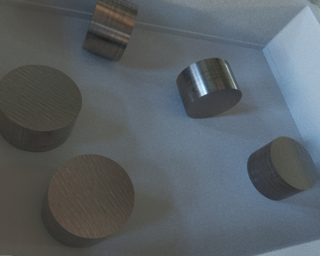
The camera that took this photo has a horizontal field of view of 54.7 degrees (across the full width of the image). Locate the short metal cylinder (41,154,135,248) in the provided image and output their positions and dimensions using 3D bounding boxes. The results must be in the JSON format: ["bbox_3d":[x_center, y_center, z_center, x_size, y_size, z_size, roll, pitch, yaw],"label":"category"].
[{"bbox_3d":[-0.072,0.072,0.307,0.081,0.050,0.080,14,56,-21],"label":"short metal cylinder"}]

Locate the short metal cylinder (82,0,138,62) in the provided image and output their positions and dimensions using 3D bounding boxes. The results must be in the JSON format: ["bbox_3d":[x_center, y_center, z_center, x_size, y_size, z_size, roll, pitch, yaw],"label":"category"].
[{"bbox_3d":[-0.068,-0.136,0.416,0.050,0.080,0.080,18,55,-18],"label":"short metal cylinder"}]

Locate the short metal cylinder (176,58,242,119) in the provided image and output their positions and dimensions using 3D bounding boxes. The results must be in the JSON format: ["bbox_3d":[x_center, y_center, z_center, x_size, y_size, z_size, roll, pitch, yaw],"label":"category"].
[{"bbox_3d":[0.069,-0.054,0.440,0.081,0.080,0.050,-2,63,-29],"label":"short metal cylinder"}]

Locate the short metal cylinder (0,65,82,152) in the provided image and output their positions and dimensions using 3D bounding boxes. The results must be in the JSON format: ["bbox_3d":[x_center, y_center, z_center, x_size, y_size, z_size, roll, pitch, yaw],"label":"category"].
[{"bbox_3d":[-0.130,-0.020,0.332,0.081,0.050,0.080,14,56,-21],"label":"short metal cylinder"}]

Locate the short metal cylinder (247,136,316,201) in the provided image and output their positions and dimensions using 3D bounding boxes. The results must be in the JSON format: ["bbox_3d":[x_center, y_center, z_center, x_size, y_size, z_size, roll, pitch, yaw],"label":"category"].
[{"bbox_3d":[0.175,0.059,0.448,0.081,0.050,0.080,14,56,-21],"label":"short metal cylinder"}]
